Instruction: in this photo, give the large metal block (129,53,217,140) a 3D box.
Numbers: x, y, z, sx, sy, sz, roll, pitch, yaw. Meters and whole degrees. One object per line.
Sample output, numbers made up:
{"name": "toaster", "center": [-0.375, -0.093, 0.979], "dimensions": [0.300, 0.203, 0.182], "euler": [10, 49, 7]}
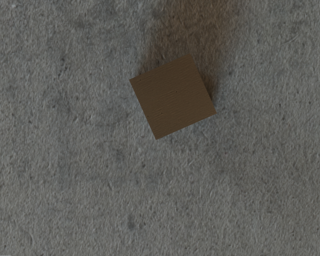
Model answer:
{"name": "large metal block", "center": [0.016, -0.038, 0.398], "dimensions": [0.080, 0.050, 0.080], "euler": [-24, 90, -1]}
